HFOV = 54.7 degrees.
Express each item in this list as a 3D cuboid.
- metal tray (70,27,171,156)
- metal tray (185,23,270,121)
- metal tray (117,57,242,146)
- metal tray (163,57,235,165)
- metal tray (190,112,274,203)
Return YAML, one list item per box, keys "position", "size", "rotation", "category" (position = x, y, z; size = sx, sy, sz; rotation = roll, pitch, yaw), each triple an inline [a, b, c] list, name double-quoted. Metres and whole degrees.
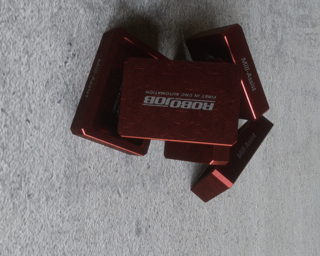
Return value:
- position: [-0.041, -0.040, 0.370]
  size: [0.090, 0.030, 0.130]
  rotation: [25, 74, -37]
  category: "metal tray"
- position: [0.095, -0.076, 0.443]
  size: [0.030, 0.090, 0.129]
  rotation: [-35, 112, -19]
  category: "metal tray"
- position: [0.022, -0.029, 0.353]
  size: [0.131, 0.030, 0.089]
  rotation: [5, 86, 4]
  category: "metal tray"
- position: [0.050, -0.020, 0.408]
  size: [0.030, 0.090, 0.129]
  rotation: [8, 85, -40]
  category: "metal tray"
- position: [0.105, 0.043, 0.454]
  size: [0.030, 0.090, 0.131]
  rotation: [41, 60, 6]
  category: "metal tray"
